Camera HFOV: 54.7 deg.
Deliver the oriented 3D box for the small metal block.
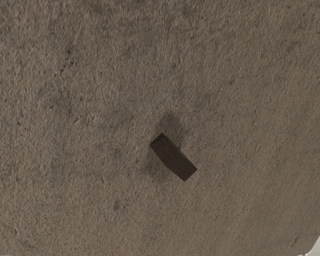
[{"bbox_3d":[0.018,0.040,0.427,0.025,0.050,0.050,-44,130,2],"label":"small metal block"}]
